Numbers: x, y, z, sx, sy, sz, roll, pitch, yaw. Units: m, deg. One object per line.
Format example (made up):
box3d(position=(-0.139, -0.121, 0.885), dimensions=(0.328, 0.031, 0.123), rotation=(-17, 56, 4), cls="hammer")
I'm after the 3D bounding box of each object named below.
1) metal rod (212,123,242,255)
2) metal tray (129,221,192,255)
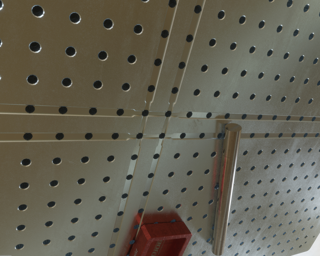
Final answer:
box3d(position=(0.115, 0.125, 0.554), dimensions=(0.025, 0.025, 0.298), rotation=(-15, 125, -20), cls="metal rod")
box3d(position=(-0.008, 0.226, 0.545), dimensions=(0.091, 0.030, 0.129), rotation=(7, 115, -32), cls="metal tray")
